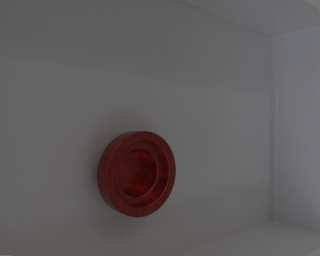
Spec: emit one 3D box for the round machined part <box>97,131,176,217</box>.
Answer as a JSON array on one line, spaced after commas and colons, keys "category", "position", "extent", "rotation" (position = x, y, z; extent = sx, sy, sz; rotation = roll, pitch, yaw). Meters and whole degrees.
[{"category": "round machined part", "position": [-0.031, 0.052, 0.369], "extent": [0.099, 0.042, 0.097], "rotation": [0, 90, -40]}]
